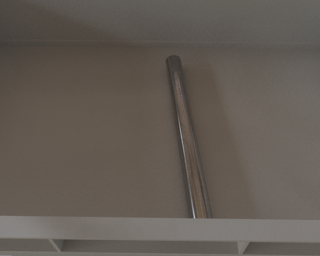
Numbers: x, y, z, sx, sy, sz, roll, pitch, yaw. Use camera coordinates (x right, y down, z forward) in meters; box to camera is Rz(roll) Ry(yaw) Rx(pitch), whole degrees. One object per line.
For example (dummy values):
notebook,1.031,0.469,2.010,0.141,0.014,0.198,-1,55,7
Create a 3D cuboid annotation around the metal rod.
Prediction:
metal rod,0.034,0.008,0.398,0.025,0.025,0.300,-4,50,-3
